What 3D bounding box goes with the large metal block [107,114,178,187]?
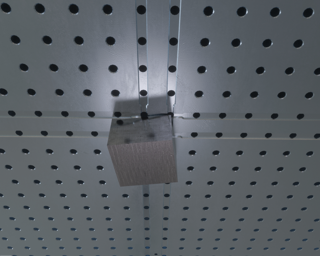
[{"bbox_3d":[-0.020,0.032,0.422,0.080,0.050,0.080,-5,130,4],"label":"large metal block"}]
